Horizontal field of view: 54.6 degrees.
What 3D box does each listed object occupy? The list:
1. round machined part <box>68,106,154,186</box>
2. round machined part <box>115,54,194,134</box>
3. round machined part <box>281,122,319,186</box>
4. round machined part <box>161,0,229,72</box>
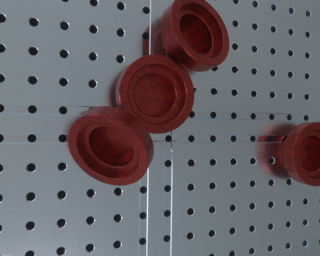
[{"bbox_3d":[-0.054,0.017,0.365,0.098,0.098,0.042,49,33,-14],"label":"round machined part"},{"bbox_3d":[-0.009,-0.042,0.400,0.099,0.042,0.097,0,91,-20],"label":"round machined part"},{"bbox_3d":[0.233,0.040,0.489,0.099,0.042,0.097,0,90,-20],"label":"round machined part"},{"bbox_3d":[0.041,-0.119,0.407,0.099,0.042,0.098,12,69,-33],"label":"round machined part"}]
